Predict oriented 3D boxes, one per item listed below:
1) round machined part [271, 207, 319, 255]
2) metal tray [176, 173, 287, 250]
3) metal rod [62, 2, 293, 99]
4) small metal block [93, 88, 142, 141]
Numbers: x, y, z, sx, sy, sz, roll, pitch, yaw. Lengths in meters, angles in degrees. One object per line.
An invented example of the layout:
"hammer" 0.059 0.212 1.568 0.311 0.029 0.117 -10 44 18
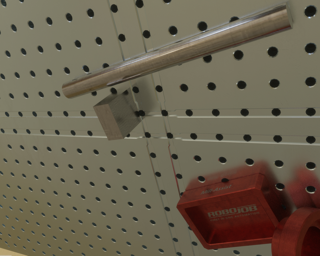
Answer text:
"round machined part" 0.172 0.143 0.368 0.042 0.099 0.098 -7 118 57
"metal tray" 0.099 0.120 0.428 0.130 0.030 0.090 -23 107 36
"metal rod" -0.006 -0.079 0.364 0.300 0.025 0.025 -11 113 32
"small metal block" -0.055 -0.018 0.411 0.025 0.050 0.050 -8 115 31
